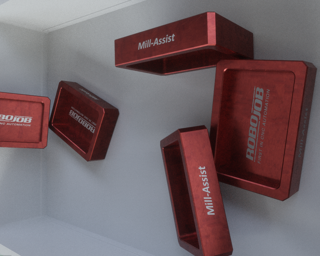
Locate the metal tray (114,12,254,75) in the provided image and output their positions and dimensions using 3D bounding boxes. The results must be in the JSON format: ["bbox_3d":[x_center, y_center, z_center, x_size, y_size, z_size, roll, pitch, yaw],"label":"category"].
[{"bbox_3d":[0.025,-0.086,0.344,0.130,0.091,0.030,-2,89,40],"label":"metal tray"}]

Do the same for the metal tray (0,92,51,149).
[{"bbox_3d":[-0.257,-0.013,0.518,0.030,0.131,0.089,2,88,63],"label":"metal tray"}]

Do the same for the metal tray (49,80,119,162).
[{"bbox_3d":[-0.130,-0.014,0.510,0.130,0.030,0.089,32,110,35],"label":"metal tray"}]

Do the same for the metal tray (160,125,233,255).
[{"bbox_3d":[0.035,0.069,0.343,0.090,0.030,0.129,139,121,-73],"label":"metal tray"}]

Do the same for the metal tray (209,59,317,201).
[{"bbox_3d":[0.098,-0.003,0.315,0.090,0.030,0.129,12,103,39],"label":"metal tray"}]
